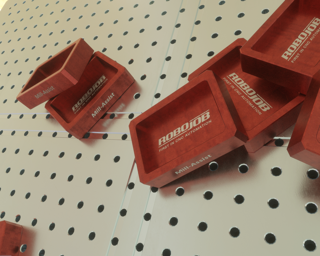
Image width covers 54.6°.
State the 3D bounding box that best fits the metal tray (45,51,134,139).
[{"bbox_3d":[-0.115,-0.056,0.501,0.130,0.030,0.090,-48,51,-6],"label":"metal tray"}]

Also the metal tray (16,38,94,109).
[{"bbox_3d":[-0.178,-0.091,0.525,0.130,0.030,0.090,-19,41,33],"label":"metal tray"}]

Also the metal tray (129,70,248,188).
[{"bbox_3d":[0.026,0.004,0.365,0.130,0.030,0.090,-32,55,26],"label":"metal tray"}]

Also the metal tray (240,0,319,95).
[{"bbox_3d":[0.164,-0.103,0.351,0.090,0.030,0.130,31,69,34],"label":"metal tray"}]

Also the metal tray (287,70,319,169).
[{"bbox_3d":[0.187,0.007,0.263,0.130,0.030,0.090,25,73,6],"label":"metal tray"}]

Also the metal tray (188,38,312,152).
[{"bbox_3d":[0.104,-0.045,0.378,0.090,0.030,0.130,-37,51,3],"label":"metal tray"}]

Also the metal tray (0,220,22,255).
[{"bbox_3d":[-0.258,0.187,0.428,0.130,0.030,0.090,-17,55,18],"label":"metal tray"}]
